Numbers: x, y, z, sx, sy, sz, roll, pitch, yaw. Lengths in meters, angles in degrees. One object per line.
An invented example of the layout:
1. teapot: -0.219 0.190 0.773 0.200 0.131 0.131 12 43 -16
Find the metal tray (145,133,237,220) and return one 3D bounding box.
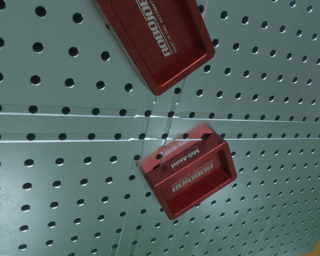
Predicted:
1. metal tray: 0.052 0.076 0.482 0.131 0.030 0.090 -31 129 -9

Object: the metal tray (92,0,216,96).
1. metal tray: -0.002 -0.110 0.338 0.090 0.030 0.130 -36 129 -4
